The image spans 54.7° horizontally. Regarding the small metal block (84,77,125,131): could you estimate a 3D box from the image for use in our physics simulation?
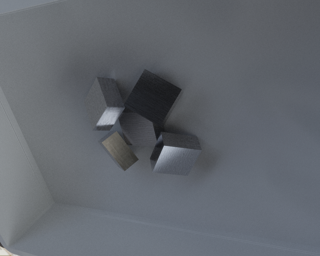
[{"bbox_3d":[-0.075,-0.031,0.410,0.050,0.025,0.050,-50,52,40],"label":"small metal block"}]

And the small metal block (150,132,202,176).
[{"bbox_3d":[0.019,0.035,0.403,0.050,0.025,0.050,8,130,-18],"label":"small metal block"}]

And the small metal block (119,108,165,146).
[{"bbox_3d":[-0.024,-0.004,0.416,0.050,0.025,0.050,2,119,27],"label":"small metal block"}]

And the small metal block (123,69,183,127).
[{"bbox_3d":[-0.007,-0.035,0.373,0.050,0.025,0.050,31,91,8],"label":"small metal block"}]

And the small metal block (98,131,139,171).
[{"bbox_3d":[-0.061,0.032,0.443,0.050,0.025,0.050,53,166,-10],"label":"small metal block"}]
